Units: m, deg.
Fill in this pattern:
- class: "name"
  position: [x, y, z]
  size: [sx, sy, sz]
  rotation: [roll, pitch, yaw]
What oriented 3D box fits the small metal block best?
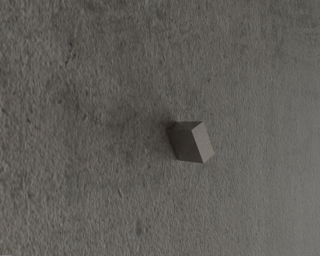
- class: "small metal block"
  position: [0.041, 0.019, 0.425]
  size: [0.025, 0.050, 0.050]
  rotation: [-35, 112, -35]
